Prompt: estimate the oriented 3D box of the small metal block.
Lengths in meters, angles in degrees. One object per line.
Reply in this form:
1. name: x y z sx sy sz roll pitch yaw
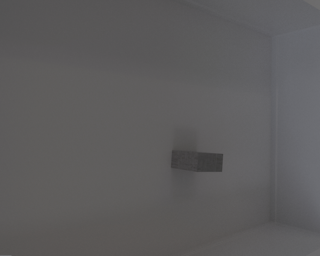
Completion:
1. small metal block: 0.052 0.046 0.432 0.050 0.050 0.025 7 86 -40
